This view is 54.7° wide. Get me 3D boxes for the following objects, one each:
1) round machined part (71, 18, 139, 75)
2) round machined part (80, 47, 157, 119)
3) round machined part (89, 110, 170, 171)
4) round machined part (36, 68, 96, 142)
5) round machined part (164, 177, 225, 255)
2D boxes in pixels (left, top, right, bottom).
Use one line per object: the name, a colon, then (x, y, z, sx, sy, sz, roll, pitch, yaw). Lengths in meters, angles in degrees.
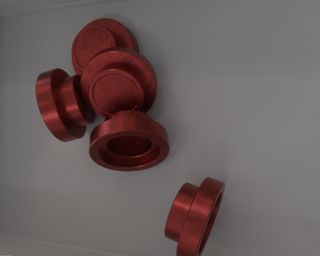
round machined part: (-0.082, -0.104, 0.430, 0.098, 0.042, 0.097, 0, 90, 20)
round machined part: (-0.053, -0.050, 0.395, 0.099, 0.042, 0.097, 1, 120, 1)
round machined part: (-0.039, 0.014, 0.394, 0.098, 0.098, 0.042, -20, 52, 19)
round machined part: (-0.119, -0.033, 0.415, 0.042, 0.098, 0.098, -16, 85, 7)
round machined part: (0.038, 0.102, 0.358, 0.042, 0.098, 0.097, 19, 96, 19)
